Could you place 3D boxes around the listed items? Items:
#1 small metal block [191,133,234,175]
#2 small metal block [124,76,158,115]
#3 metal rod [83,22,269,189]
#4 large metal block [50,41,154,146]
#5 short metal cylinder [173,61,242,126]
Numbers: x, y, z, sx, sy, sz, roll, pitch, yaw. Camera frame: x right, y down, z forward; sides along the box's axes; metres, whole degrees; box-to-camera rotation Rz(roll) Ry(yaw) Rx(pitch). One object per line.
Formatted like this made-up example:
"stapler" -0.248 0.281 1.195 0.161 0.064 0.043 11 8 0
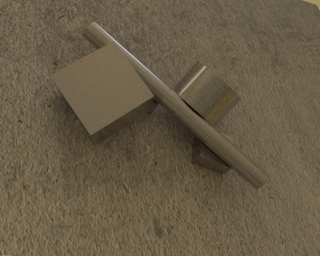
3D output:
"small metal block" 0.073 0.031 0.428 0.050 0.025 0.050 22 53 -15
"small metal block" -0.032 -0.050 0.421 0.050 0.025 0.050 12 57 -22
"metal rod" 0.021 -0.029 0.404 0.300 0.025 0.025 41 51 0
"large metal block" -0.065 -0.039 0.358 0.080 0.050 0.080 -33 81 -15
"short metal cylinder" 0.065 -0.048 0.430 0.080 0.050 0.080 40 11 -9
